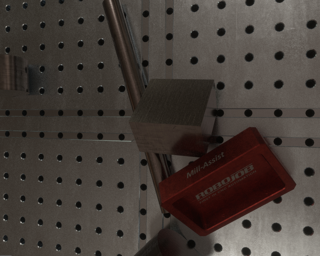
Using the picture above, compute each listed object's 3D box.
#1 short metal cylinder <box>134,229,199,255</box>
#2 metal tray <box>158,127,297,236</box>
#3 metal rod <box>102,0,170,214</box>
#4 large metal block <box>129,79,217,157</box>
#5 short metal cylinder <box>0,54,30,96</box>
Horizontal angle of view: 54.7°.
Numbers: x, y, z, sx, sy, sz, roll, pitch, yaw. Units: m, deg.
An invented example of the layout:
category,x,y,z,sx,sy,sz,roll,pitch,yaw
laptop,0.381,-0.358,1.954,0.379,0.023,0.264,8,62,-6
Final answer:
category,x,y,z,sx,sy,sz,roll,pitch,yaw
short metal cylinder,0.011,0.172,0.379,0.080,0.080,0.050,46,104,14
metal tray,0.075,0.066,0.354,0.130,0.030,0.090,-34,124,16
metal rod,-0.027,-0.034,0.421,0.025,0.025,0.298,-18,84,19
large metal block,0.020,-0.014,0.369,0.080,0.080,0.050,4,135,19
short metal cylinder,-0.241,-0.077,0.466,0.080,0.080,0.050,-3,89,19
